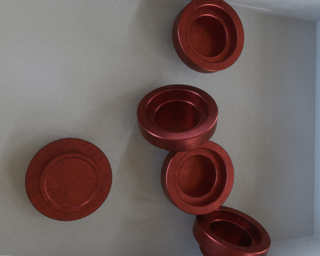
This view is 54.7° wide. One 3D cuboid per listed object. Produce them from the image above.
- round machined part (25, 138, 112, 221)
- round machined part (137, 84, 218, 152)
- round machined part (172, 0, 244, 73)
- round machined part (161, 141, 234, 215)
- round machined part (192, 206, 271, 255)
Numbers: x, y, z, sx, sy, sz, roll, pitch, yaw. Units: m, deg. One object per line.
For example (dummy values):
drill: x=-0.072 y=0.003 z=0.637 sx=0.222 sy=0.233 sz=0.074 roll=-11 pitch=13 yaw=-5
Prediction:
round machined part: x=-0.105 y=0.061 z=0.363 sx=0.099 sy=0.042 sz=0.097 roll=0 pitch=90 yaw=-20
round machined part: x=0.022 y=-0.008 z=0.391 sx=0.099 sy=0.098 sz=0.042 roll=-25 pitch=140 yaw=-18
round machined part: x=0.062 y=-0.123 z=0.424 sx=0.099 sy=0.042 sz=0.097 roll=0 pitch=90 yaw=-20
round machined part: x=0.047 y=0.064 z=0.419 sx=0.099 sy=0.042 sz=0.097 roll=0 pitch=90 yaw=-20
round machined part: x=0.090 y=0.148 z=0.409 sx=0.099 sy=0.098 sz=0.042 roll=8 pitch=108 yaw=-20
